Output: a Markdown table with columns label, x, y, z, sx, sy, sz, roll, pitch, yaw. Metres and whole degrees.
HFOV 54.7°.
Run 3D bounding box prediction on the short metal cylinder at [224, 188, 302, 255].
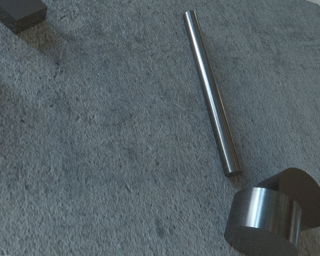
| label | x | y | z | sx | sy | sz | roll | pitch | yaw |
| --- | --- | --- | --- | --- | --- | --- | --- | --- | --- |
| short metal cylinder | 0.121 | 0.114 | 0.364 | 0.080 | 0.080 | 0.050 | 32 | 52 | -7 |

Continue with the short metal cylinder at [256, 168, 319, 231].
| label | x | y | z | sx | sy | sz | roll | pitch | yaw |
| --- | --- | --- | --- | --- | --- | --- | --- | --- | --- |
| short metal cylinder | 0.176 | 0.100 | 0.421 | 0.081 | 0.050 | 0.080 | 14 | 56 | -21 |

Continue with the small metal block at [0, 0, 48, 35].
| label | x | y | z | sx | sy | sz | roll | pitch | yaw |
| --- | --- | --- | --- | --- | --- | --- | --- | --- | --- |
| small metal block | -0.184 | -0.155 | 0.399 | 0.050 | 0.025 | 0.050 | 42 | 51 | 0 |

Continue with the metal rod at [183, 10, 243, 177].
| label | x | y | z | sx | sy | sz | roll | pitch | yaw |
| --- | --- | --- | --- | --- | --- | --- | --- | --- | --- |
| metal rod | 0.077 | -0.069 | 0.487 | 0.025 | 0.025 | 0.299 | 4 | 60 | -26 |
